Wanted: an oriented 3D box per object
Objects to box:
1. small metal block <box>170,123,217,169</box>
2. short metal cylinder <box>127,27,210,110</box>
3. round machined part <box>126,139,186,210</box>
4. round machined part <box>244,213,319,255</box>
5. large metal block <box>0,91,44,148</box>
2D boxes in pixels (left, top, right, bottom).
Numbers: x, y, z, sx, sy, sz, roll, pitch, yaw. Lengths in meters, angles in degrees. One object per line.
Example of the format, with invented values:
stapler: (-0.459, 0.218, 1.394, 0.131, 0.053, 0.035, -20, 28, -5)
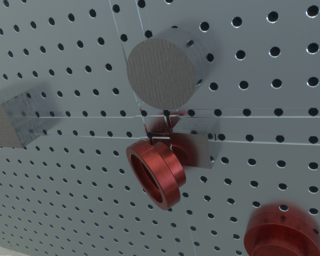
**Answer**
small metal block: (0.044, 0.023, 0.402, 0.050, 0.025, 0.050, 4, 120, 26)
short metal cylinder: (0.010, -0.067, 0.348, 0.080, 0.050, 0.079, 13, 124, 21)
round machined part: (-0.002, 0.058, 0.417, 0.098, 0.042, 0.098, 48, 157, 29)
round machined part: (0.162, 0.166, 0.417, 0.098, 0.042, 0.097, 13, 124, 21)
large metal block: (-0.256, -0.015, 0.521, 0.080, 0.050, 0.080, 1, 119, 27)
